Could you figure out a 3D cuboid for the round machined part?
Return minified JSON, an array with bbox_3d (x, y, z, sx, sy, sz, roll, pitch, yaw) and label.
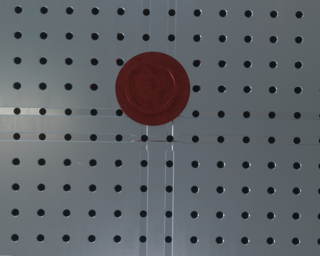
[{"bbox_3d":[-0.009,-0.052,0.405,0.099,0.042,0.097,0,90,0],"label":"round machined part"}]
